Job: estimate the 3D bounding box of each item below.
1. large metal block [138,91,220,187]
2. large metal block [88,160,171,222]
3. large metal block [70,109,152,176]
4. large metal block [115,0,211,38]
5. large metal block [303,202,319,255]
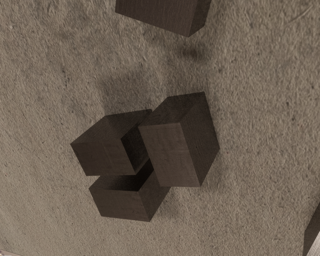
[{"bbox_3d":[0.027,0.012,0.364,0.050,0.080,0.080,-5,116,30],"label":"large metal block"},{"bbox_3d":[-0.039,0.083,0.441,0.080,0.080,0.050,-3,117,29],"label":"large metal block"},{"bbox_3d":[-0.054,0.019,0.410,0.080,0.080,0.050,-6,115,31],"label":"large metal block"},{"bbox_3d":[0.009,-0.143,0.296,0.080,0.050,0.079,23,127,13],"label":"large metal block"},{"bbox_3d":[0.219,0.128,0.354,0.080,0.050,0.079,17,125,18],"label":"large metal block"}]
